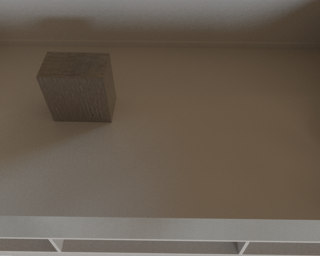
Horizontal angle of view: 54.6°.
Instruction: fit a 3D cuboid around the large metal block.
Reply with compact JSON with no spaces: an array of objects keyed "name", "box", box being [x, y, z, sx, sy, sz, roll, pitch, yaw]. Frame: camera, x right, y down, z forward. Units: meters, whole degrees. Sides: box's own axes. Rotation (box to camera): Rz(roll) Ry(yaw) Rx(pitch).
[{"name":"large metal block","box":[-0.106,-0.053,0.414,0.080,0.080,0.050,1,50,1]}]
